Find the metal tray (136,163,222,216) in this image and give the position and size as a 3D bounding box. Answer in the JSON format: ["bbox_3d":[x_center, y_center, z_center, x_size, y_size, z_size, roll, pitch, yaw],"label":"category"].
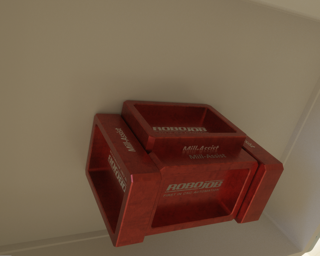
[{"bbox_3d":[0.006,0.079,0.415,0.131,0.090,0.030,0,118,-29],"label":"metal tray"}]

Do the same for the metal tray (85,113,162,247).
[{"bbox_3d":[-0.048,0.051,0.344,0.030,0.130,0.089,0,119,-29],"label":"metal tray"}]

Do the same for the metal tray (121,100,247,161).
[{"bbox_3d":[0.027,0.001,0.378,0.131,0.090,0.030,0,119,-28],"label":"metal tray"}]

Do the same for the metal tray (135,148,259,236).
[{"bbox_3d":[0.041,0.070,0.352,0.131,0.030,0.089,1,118,-29],"label":"metal tray"}]

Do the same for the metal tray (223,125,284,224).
[{"bbox_3d":[0.096,0.052,0.422,0.030,0.130,0.089,1,119,-29],"label":"metal tray"}]
